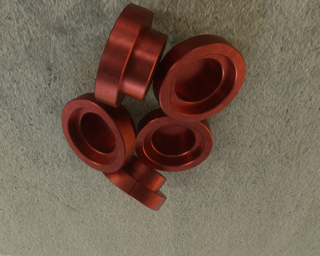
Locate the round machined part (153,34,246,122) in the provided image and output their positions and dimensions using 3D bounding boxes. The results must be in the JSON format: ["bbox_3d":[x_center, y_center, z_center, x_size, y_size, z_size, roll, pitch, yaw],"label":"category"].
[{"bbox_3d":[0.038,-0.056,0.335,0.099,0.042,0.097,-15,136,-15],"label":"round machined part"}]

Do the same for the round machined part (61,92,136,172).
[{"bbox_3d":[-0.069,0.002,0.378,0.098,0.042,0.097,17,125,27],"label":"round machined part"}]

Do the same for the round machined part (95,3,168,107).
[{"bbox_3d":[-0.024,-0.065,0.300,0.042,0.098,0.097,22,128,-2],"label":"round machined part"}]

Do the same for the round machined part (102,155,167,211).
[{"bbox_3d":[-0.030,0.068,0.429,0.098,0.098,0.042,39,84,-28],"label":"round machined part"}]

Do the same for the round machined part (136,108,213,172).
[{"bbox_3d":[0.017,0.009,0.404,0.099,0.042,0.097,0,130,0],"label":"round machined part"}]
